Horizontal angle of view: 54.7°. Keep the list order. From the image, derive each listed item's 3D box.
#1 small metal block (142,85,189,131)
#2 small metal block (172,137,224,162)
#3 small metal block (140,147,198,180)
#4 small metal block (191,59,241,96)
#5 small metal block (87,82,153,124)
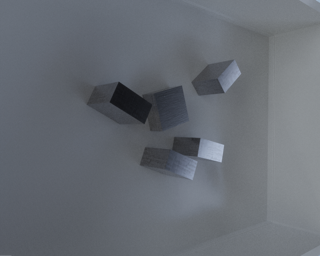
[{"bbox_3d":[0.008,-0.027,0.416,0.050,0.025,0.050,-21,104,-38],"label":"small metal block"},{"bbox_3d":[0.053,0.030,0.438,0.050,0.050,0.025,16,80,-39],"label":"small metal block"},{"bbox_3d":[0.011,0.046,0.402,0.050,0.050,0.025,27,73,-37],"label":"small metal block"},{"bbox_3d":[0.084,-0.075,0.463,0.050,0.050,0.025,-47,119,-30],"label":"small metal block"},{"bbox_3d":[-0.046,-0.027,0.353,0.050,0.050,0.025,33,70,-36],"label":"small metal block"}]
